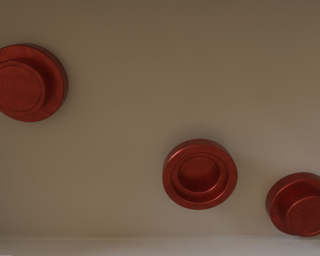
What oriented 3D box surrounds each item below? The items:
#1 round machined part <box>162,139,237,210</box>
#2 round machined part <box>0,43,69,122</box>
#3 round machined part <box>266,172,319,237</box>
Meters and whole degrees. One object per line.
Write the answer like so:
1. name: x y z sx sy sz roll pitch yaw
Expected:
1. round machined part: 0.052 0.059 0.424 0.099 0.042 0.097 0 110 0
2. round machined part: -0.168 -0.053 0.381 0.099 0.042 0.097 0 110 0
3. round machined part: 0.208 0.117 0.447 0.099 0.042 0.097 0 110 0
